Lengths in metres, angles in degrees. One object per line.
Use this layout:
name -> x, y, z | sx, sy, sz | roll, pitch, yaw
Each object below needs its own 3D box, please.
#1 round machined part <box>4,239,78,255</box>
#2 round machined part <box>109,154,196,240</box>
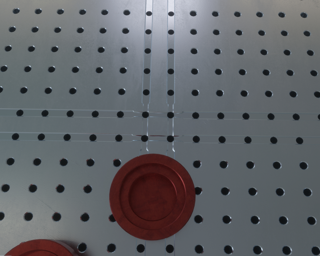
round machined part -> -0.130, 0.173, 0.339 | 0.099, 0.042, 0.098 | 0, 70, 0
round machined part -> -0.009, 0.083, 0.372 | 0.099, 0.042, 0.098 | 0, 70, 0
